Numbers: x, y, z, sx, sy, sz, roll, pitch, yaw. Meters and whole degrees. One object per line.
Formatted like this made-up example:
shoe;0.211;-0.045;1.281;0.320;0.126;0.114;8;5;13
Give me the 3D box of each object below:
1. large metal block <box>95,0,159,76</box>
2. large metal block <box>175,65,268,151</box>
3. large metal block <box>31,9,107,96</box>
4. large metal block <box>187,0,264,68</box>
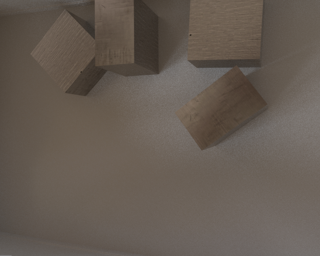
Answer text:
large metal block;-0.039;-0.113;0.394;0.050;0.080;0.079;0;90;20
large metal block;0.074;-0.020;0.355;0.080;0.080;0.050;-38;78;16
large metal block;-0.119;-0.103;0.438;0.080;0.050;0.080;-46;76;14
large metal block;0.080;-0.116;0.369;0.080;0.050;0.079;3;91;19
